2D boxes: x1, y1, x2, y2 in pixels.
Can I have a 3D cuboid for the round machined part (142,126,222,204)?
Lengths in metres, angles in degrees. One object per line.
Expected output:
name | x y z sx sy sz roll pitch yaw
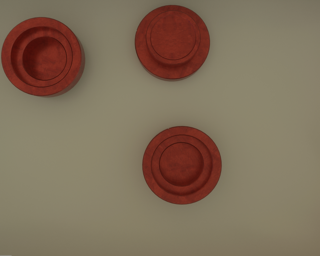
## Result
round machined part | 0.027 0.046 0.403 0.099 0.042 0.097 0 90 -1

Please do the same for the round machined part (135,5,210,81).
round machined part | 0.016 -0.112 0.403 0.099 0.042 0.097 0 90 -1

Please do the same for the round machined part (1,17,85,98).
round machined part | -0.146 -0.088 0.401 0.099 0.042 0.097 0 90 -1
